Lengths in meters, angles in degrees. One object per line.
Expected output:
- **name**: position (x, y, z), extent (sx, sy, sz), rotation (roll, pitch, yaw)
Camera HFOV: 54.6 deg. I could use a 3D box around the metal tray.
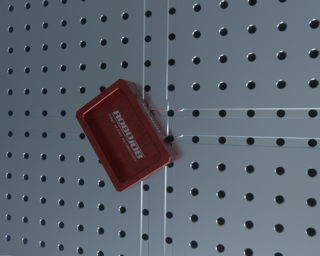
- **metal tray**: position (-0.048, 0.010, 0.427), extent (0.090, 0.030, 0.130), rotation (-34, 79, 16)
